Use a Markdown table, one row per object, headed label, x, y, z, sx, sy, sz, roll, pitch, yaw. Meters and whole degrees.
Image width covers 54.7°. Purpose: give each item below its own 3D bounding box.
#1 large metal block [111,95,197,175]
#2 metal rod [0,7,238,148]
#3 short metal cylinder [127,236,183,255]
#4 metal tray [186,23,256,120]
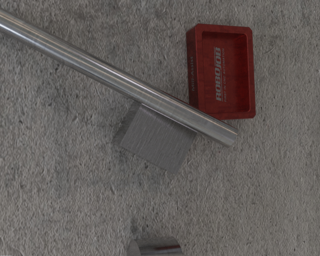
| label | x | y | z | sx | sy | sz | roll | pitch | yaw |
| --- | --- | --- | --- | --- | --- | --- | --- | --- | --- |
| large metal block | -0.003 | 0.003 | 0.395 | 0.080 | 0.050 | 0.080 | 30 | 80 | -18 |
| metal rod | -0.051 | -0.056 | 0.348 | 0.301 | 0.025 | 0.025 | 27 | 81 | -3 |
| short metal cylinder | -0.007 | 0.176 | 0.378 | 0.050 | 0.080 | 0.080 | 2 | 90 | -20 |
| metal tray | 0.087 | -0.076 | 0.438 | 0.091 | 0.030 | 0.129 | -3 | 91 | -20 |
